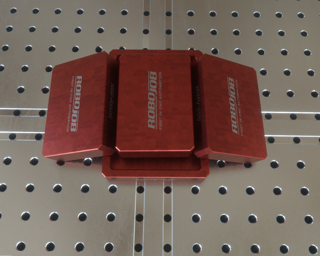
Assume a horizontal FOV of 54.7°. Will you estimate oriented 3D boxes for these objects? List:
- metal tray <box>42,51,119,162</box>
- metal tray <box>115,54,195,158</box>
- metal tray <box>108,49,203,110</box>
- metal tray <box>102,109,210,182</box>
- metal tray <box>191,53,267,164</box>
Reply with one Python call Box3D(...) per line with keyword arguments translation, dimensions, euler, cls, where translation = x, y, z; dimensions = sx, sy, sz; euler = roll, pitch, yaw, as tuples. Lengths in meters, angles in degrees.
Box3D(translation=(-0.100, -0.027, 0.399), dimensions=(0.090, 0.030, 0.130), euler=(-9, 68, 24), cls="metal tray")
Box3D(translation=(-0.006, -0.030, 0.388), dimensions=(0.091, 0.030, 0.130), euler=(0, 70, -1), cls="metal tray")
Box3D(translation=(-0.006, -0.063, 0.432), dimensions=(0.131, 0.030, 0.090), euler=(0, 70, -1), cls="metal tray")
Box3D(translation=(-0.005, 0.022, 0.401), dimensions=(0.131, 0.030, 0.090), euler=(0, 70, -1), cls="metal tray")
Box3D(translation=(0.087, -0.024, 0.399), dimensions=(0.091, 0.030, 0.130), euler=(9, 68, -26), cls="metal tray")
